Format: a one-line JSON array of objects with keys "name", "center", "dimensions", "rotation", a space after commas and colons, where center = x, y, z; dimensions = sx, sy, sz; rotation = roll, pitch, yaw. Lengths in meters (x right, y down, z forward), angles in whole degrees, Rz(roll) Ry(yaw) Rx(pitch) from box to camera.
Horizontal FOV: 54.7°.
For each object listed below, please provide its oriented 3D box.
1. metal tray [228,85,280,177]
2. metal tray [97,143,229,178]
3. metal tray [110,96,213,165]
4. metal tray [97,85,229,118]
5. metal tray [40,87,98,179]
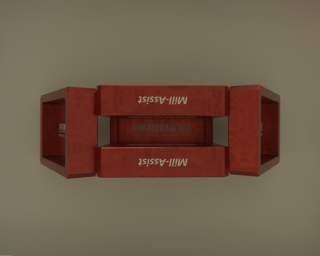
[{"name": "metal tray", "center": [0.113, 0.002, 0.359], "dimensions": [0.030, 0.131, 0.089], "rotation": [1, 91, 30]}, {"name": "metal tray", "center": [0.003, 0.034, 0.347], "dimensions": [0.131, 0.090, 0.030], "rotation": [0, 90, -1]}, {"name": "metal tray", "center": [0.002, 0.003, 0.407], "dimensions": [0.131, 0.030, 0.089], "rotation": [0, 90, -1]}, {"name": "metal tray", "center": [0.003, -0.027, 0.347], "dimensions": [0.131, 0.090, 0.030], "rotation": [0, 90, 0]}, {"name": "metal tray", "center": [-0.110, 0.003, 0.358], "dimensions": [0.030, 0.130, 0.089], "rotation": [0, 91, -32]}]
